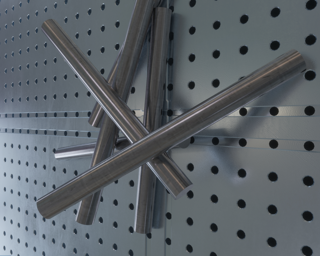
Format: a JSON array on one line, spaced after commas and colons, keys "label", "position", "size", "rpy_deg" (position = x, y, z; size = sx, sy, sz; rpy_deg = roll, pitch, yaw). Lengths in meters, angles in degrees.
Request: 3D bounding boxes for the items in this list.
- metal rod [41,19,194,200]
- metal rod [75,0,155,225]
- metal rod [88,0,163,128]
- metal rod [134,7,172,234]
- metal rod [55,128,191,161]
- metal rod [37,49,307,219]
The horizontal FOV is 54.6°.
[{"label": "metal rod", "position": [-0.065, -0.038, 0.379], "size": [0.300, 0.025, 0.025], "rpy_deg": [49, 119, 23]}, {"label": "metal rod", "position": [-0.059, -0.020, 0.404], "size": [0.025, 0.025, 0.299], "rpy_deg": [18, 94, 38]}, {"label": "metal rod", "position": [-0.035, -0.127, 0.439], "size": [0.025, 0.025, 0.298], "rpy_deg": [44, 116, 31]}, {"label": "metal rod", "position": [-0.010, -0.007, 0.418], "size": [0.025, 0.025, 0.298], "rpy_deg": [9, 96, 40]}, {"label": "metal rod", "position": [-0.076, 0.029, 0.450], "size": [0.299, 0.025, 0.025], "rpy_deg": [-10, 83, 46]}, {"label": "metal rod", "position": [0.006, 0.010, 0.316], "size": [0.300, 0.025, 0.025], "rpy_deg": [-31, 68, 6]}]
